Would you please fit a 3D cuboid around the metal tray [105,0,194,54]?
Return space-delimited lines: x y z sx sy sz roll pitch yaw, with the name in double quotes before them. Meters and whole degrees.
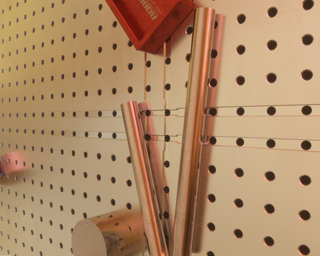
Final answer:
"metal tray" -0.023 -0.178 0.422 0.090 0.030 0.130 -44 64 30

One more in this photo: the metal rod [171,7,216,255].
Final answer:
"metal rod" 0.040 0.010 0.374 0.025 0.025 0.298 9 95 39

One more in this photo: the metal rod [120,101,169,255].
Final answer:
"metal rod" -0.014 0.109 0.418 0.025 0.025 0.298 -20 78 38

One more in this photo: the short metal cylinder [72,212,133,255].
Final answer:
"short metal cylinder" -0.087 0.171 0.462 0.080 0.050 0.079 0 90 39
